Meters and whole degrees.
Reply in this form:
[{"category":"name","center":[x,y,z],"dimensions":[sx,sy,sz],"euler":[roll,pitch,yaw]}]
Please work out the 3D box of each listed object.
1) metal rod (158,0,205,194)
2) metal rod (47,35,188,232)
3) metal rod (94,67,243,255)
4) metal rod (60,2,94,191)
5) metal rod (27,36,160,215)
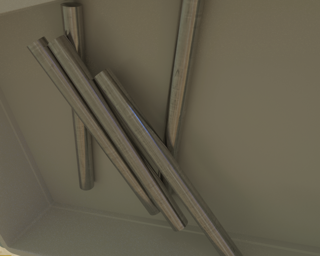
[{"category":"metal rod","center":[0.019,-0.015,0.389],"dimensions":[0.025,0.025,0.298],"euler":[19,126,17]},{"category":"metal rod","center":[-0.048,0.017,0.410],"dimensions":[0.025,0.025,0.299],"euler":[-22,107,36]},{"category":"metal rod","center":[0.014,0.054,0.398],"dimensions":[0.025,0.025,0.299],"euler":[-31,97,38]},{"category":"metal rod","center":[-0.117,-0.025,0.454],"dimensions":[0.025,0.025,0.298],"euler":[17,125,18]},{"category":"metal rod","center":[-0.079,0.012,0.436],"dimensions":[0.025,0.025,0.299],"euler":[-16,117,34]}]
